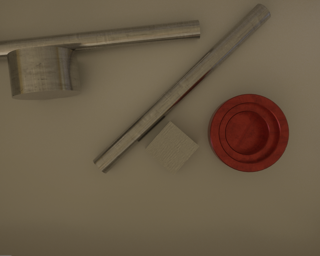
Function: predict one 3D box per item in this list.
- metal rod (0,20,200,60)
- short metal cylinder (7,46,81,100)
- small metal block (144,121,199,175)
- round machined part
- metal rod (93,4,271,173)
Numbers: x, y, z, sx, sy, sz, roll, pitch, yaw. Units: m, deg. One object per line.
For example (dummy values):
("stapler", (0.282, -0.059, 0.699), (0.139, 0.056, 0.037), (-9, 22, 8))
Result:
("metal rod", (-0.099, -0.114, 0.410), (0.302, 0.025, 0.025), (-6, 90, -1))
("short metal cylinder", (-0.141, -0.065, 0.382), (0.081, 0.080, 0.050), (-7, 90, 0))
("small metal block", (0.015, 0.026, 0.412), (0.050, 0.025, 0.050), (41, 90, -1))
("round machined part", (0.111, 0.006, 0.404), (0.099, 0.042, 0.097), (0, 90, -1))
("metal rod", (0.029, -0.052, 0.411), (0.300, 0.025, 0.025), (-44, 91, -1))
